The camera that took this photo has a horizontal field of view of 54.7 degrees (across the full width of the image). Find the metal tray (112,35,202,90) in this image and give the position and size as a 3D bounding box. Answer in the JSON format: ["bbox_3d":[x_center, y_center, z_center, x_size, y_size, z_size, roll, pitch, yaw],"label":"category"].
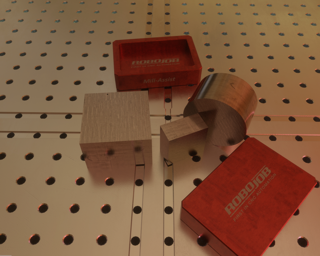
[{"bbox_3d":[-0.007,-0.106,0.493,0.131,0.030,0.090,-6,50,-5],"label":"metal tray"}]

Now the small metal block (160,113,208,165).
[{"bbox_3d":[0.028,0.014,0.380,0.050,0.050,0.025,-18,53,-15],"label":"small metal block"}]

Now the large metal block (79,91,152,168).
[{"bbox_3d":[-0.053,0.000,0.390,0.081,0.050,0.080,-3,50,-3],"label":"large metal block"}]

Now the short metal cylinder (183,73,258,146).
[{"bbox_3d":[0.076,-0.022,0.392,0.080,0.080,0.050,20,53,16],"label":"short metal cylinder"}]

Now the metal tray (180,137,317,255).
[{"bbox_3d":[0.097,0.077,0.341,0.090,0.030,0.131,37,59,27],"label":"metal tray"}]
